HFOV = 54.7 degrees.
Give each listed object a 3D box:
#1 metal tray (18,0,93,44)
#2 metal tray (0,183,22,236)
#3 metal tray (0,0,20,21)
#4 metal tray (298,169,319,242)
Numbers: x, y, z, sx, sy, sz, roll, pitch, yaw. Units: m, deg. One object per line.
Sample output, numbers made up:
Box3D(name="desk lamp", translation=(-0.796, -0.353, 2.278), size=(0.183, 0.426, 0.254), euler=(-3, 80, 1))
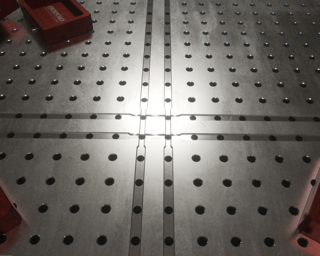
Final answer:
Box3D(name="metal tray", translation=(-0.196, -0.214, 0.581), size=(0.091, 0.030, 0.130), euler=(-28, 56, -22))
Box3D(name="metal tray", translation=(-0.225, 0.077, 0.336), size=(0.091, 0.030, 0.130), euler=(-34, 58, -26))
Box3D(name="metal tray", translation=(-0.327, -0.197, 0.548), size=(0.090, 0.030, 0.130), euler=(8, 48, 29))
Box3D(name="metal tray", translation=(0.220, 0.078, 0.341), size=(0.090, 0.030, 0.131), euler=(27, 55, 20))
